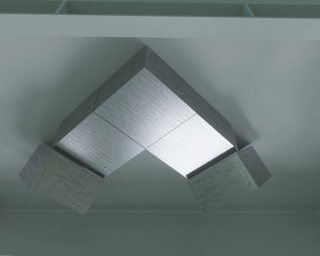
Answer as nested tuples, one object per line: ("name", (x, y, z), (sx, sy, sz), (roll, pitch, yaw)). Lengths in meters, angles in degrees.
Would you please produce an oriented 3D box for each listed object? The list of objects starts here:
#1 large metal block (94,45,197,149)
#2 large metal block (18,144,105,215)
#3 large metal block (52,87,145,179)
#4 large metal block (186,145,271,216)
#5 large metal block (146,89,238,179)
("large metal block", (-0.016, -0.033, 0.361), (0.080, 0.050, 0.080), (-36, 122, 26))
("large metal block", (-0.134, 0.068, 0.418), (0.080, 0.050, 0.080), (38, 163, -28))
("large metal block", (-0.075, 0.009, 0.397), (0.080, 0.050, 0.080), (-36, 122, 26))
("large metal block", (0.095, 0.069, 0.422), (0.080, 0.050, 0.080), (-36, 165, 26))
("large metal block", (0.040, 0.010, 0.399), (0.080, 0.050, 0.080), (-36, 122, 26))
